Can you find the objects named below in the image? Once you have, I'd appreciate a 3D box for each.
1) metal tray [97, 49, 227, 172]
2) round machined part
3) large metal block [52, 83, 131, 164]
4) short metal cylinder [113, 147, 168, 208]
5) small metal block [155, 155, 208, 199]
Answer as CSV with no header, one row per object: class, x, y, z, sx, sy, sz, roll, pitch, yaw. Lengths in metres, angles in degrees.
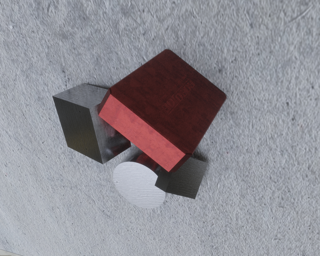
metal tray,0.010,-0.026,0.317,0.090,0.131,0.030,39,129,1
round machined part,-0.006,-0.008,0.395,0.098,0.042,0.097,13,124,20
large metal block,-0.091,-0.008,0.417,0.080,0.050,0.079,18,128,38
short metal cylinder,-0.019,0.067,0.443,0.080,0.050,0.079,13,124,20
small metal block,0.028,0.060,0.399,0.050,0.050,0.025,21,178,-34
